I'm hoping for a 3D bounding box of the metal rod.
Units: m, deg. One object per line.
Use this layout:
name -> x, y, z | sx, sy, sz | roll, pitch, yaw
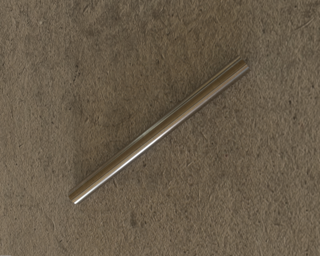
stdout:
metal rod -> -0.011, 0.011, 0.414 | 0.300, 0.025, 0.025 | -38, 78, 15
